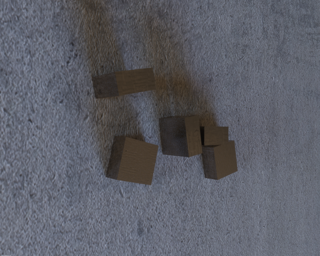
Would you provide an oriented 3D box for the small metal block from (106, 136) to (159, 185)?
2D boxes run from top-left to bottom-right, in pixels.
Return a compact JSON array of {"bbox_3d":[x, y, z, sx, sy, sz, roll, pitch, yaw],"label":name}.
[{"bbox_3d":[-0.033,0.040,0.377,0.050,0.025,0.050,18,79,-39],"label":"small metal block"}]

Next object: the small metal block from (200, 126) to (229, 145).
[{"bbox_3d":[0.061,0.010,0.439,0.050,0.050,0.025,0,90,-40],"label":"small metal block"}]

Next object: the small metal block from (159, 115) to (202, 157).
[{"bbox_3d":[0.027,0.010,0.410,0.025,0.050,0.050,-11,98,-40],"label":"small metal block"}]

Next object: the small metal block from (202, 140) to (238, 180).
[{"bbox_3d":[0.093,0.048,0.482,0.050,0.025,0.050,-14,99,-39],"label":"small metal block"}]

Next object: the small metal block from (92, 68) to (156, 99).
[{"bbox_3d":[-0.041,-0.051,0.353,0.050,0.050,0.025,-16,100,-39],"label":"small metal block"}]
